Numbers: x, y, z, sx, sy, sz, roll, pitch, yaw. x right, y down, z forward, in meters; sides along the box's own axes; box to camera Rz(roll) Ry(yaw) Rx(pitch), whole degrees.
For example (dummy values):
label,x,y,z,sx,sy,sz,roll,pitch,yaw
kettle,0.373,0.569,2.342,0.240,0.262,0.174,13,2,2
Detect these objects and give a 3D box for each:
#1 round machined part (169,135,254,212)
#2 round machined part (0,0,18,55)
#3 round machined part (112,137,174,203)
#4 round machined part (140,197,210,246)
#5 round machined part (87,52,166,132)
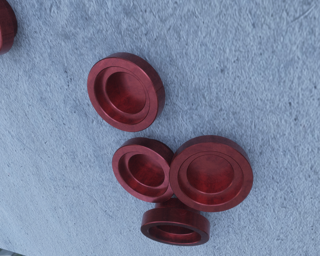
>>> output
label,x,y,z,sx,sy,sz,roll,pitch,yaw
round machined part,0.062,0.052,0.384,0.098,0.042,0.097,3,114,7
round machined part,-0.240,-0.150,0.430,0.098,0.042,0.097,13,124,21
round machined part,-0.015,0.054,0.437,0.098,0.042,0.097,13,124,21
round machined part,0.023,0.135,0.451,0.099,0.042,0.097,6,143,5
round machined part,-0.038,-0.047,0.387,0.098,0.042,0.097,13,124,21
